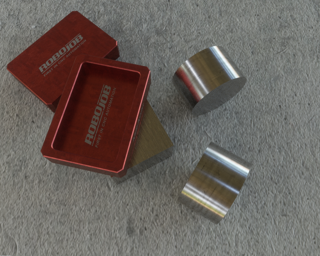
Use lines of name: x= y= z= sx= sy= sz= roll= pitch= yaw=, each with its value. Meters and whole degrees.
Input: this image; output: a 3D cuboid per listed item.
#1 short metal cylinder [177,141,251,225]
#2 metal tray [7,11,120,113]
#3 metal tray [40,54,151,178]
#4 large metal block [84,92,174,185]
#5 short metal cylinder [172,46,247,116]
short metal cylinder: x=0.061 y=0.062 z=0.357 sx=0.050 sy=0.080 sz=0.080 roll=30 pitch=73 yaw=10
metal tray: x=-0.134 y=-0.096 z=0.439 sx=0.090 sy=0.030 sz=0.130 roll=40 pitch=74 yaw=13
metal tray: x=-0.069 y=-0.016 z=0.357 sx=0.090 sy=0.030 sz=0.130 roll=12 pitch=70 yaw=4
large metal block: x=-0.038 y=0.013 z=0.390 sx=0.080 sy=0.050 sz=0.080 roll=-27 pitch=72 yaw=-10
short metal cylinder: x=0.063 y=-0.059 z=0.401 sx=0.080 sy=0.080 sz=0.050 roll=-28 pitch=73 yaw=-10
